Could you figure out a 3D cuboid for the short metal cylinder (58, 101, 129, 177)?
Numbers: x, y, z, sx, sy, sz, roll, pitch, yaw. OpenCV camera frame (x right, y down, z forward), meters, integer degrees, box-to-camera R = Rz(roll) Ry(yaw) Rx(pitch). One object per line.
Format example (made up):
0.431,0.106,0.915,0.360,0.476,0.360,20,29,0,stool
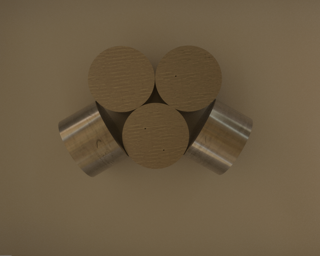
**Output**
-0.079,0.013,0.382,0.050,0.080,0.080,-30,90,0,short metal cylinder

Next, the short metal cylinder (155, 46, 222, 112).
0.034,-0.060,0.397,0.081,0.050,0.080,0,90,0,short metal cylinder

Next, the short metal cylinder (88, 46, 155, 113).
-0.046,-0.059,0.397,0.081,0.050,0.080,0,90,0,short metal cylinder

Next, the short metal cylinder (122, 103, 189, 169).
-0.005,0.009,0.397,0.081,0.050,0.080,0,90,0,short metal cylinder

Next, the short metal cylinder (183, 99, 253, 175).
0.070,0.011,0.382,0.050,0.080,0.080,30,90,0,short metal cylinder
